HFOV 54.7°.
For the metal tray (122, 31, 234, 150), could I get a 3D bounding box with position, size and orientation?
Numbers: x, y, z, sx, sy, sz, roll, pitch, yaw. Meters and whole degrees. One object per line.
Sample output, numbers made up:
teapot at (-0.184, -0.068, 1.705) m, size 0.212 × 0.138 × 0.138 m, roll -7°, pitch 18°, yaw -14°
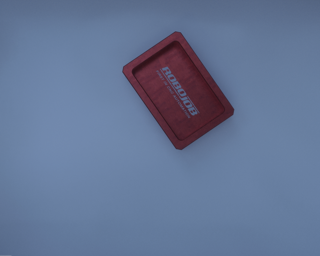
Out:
metal tray at (0.024, -0.048, 0.409) m, size 0.090 × 0.030 × 0.130 m, roll -35°, pitch 90°, yaw -1°
